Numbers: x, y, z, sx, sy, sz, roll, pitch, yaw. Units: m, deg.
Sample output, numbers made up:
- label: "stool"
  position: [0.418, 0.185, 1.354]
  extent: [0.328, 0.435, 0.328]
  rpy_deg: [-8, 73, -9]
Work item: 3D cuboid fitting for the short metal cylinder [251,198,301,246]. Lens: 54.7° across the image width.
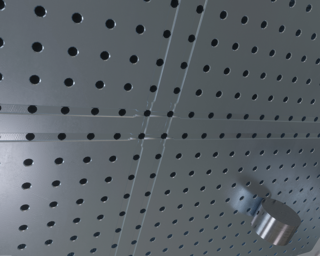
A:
- label: "short metal cylinder"
  position: [0.229, 0.185, 0.615]
  extent: [0.081, 0.080, 0.050]
  rpy_deg: [6, 115, -31]
